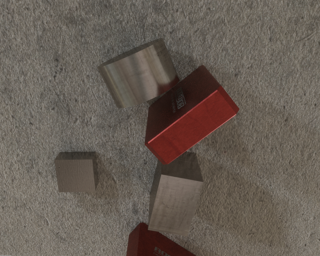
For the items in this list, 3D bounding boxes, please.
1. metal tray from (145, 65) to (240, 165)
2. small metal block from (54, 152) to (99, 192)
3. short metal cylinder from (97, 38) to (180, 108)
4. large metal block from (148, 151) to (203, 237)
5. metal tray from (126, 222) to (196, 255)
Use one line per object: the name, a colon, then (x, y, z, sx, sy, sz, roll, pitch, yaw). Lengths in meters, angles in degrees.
metal tray: (0.029, -0.022, 0.346, 0.090, 0.130, 0.030, -37, 106, 12)
small metal block: (-0.115, 0.061, 0.431, 0.050, 0.025, 0.050, -1, 110, 0)
short metal cylinder: (-0.024, -0.064, 0.357, 0.080, 0.080, 0.050, -22, 109, 7)
large metal block: (0.018, 0.081, 0.411, 0.050, 0.080, 0.079, 11, 110, -4)
metal tray: (0.013, 0.205, 0.450, 0.130, 0.090, 0.030, 36, 106, -13)
